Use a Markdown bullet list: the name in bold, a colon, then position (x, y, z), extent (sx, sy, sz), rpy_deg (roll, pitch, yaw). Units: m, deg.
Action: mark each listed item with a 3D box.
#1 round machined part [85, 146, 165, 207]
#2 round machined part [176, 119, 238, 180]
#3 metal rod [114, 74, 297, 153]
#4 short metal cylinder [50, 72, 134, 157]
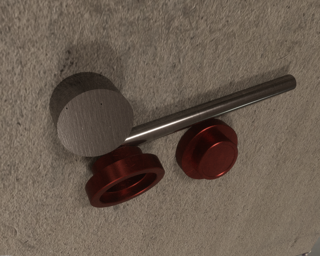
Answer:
- **round machined part**: position (-0.047, 0.058, 0.391), extent (0.099, 0.042, 0.098), rpy_deg (-23, 155, -11)
- **round machined part**: position (0.077, 0.038, 0.464), extent (0.099, 0.042, 0.097), rpy_deg (-14, 125, -21)
- **metal rod**: position (0.064, -0.023, 0.429), extent (0.302, 0.025, 0.025), rpy_deg (-19, 126, -18)
- **short metal cylinder**: position (-0.076, -0.015, 0.341), extent (0.081, 0.050, 0.079), rpy_deg (-14, 125, -21)
